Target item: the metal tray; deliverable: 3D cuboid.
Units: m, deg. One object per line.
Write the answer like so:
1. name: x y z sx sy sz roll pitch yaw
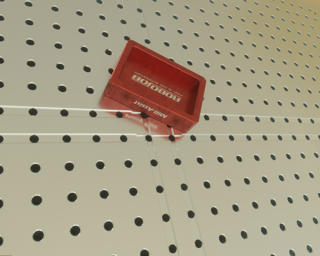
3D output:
1. metal tray: -0.002 -0.059 0.439 0.131 0.030 0.090 25 53 -13
